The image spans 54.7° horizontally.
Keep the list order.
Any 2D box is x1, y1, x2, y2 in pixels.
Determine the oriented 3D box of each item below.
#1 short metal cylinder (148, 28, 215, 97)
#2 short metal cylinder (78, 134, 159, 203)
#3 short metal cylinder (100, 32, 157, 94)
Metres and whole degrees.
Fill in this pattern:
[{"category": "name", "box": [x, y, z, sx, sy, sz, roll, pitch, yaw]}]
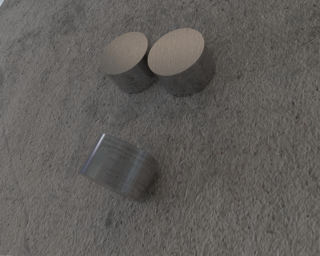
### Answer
[{"category": "short metal cylinder", "box": [0.030, -0.090, 0.427, 0.080, 0.050, 0.080, -13, 56, 21]}, {"category": "short metal cylinder", "box": [-0.048, 0.048, 0.364, 0.080, 0.080, 0.050, 15, 70, 34]}, {"category": "short metal cylinder", "box": [-0.043, -0.099, 0.471, 0.080, 0.050, 0.080, -13, 56, 21]}]
